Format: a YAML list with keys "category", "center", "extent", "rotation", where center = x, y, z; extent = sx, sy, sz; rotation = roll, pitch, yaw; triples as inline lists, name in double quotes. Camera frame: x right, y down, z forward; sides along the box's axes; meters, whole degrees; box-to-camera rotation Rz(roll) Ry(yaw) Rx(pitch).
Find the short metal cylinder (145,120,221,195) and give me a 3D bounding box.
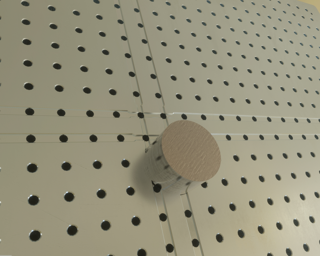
- category: "short metal cylinder"
  center: [0.028, 0.037, 0.386]
  extent: [0.081, 0.050, 0.080]
  rotation: [14, 56, -21]
